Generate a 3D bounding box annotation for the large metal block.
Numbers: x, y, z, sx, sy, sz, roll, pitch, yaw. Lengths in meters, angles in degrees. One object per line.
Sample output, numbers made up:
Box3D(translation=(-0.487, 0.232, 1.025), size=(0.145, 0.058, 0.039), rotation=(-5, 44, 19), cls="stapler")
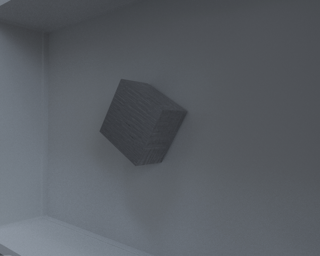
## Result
Box3D(translation=(-0.024, -0.008, 0.407), size=(0.080, 0.050, 0.080), rotation=(39, 113, 33), cls="large metal block")
